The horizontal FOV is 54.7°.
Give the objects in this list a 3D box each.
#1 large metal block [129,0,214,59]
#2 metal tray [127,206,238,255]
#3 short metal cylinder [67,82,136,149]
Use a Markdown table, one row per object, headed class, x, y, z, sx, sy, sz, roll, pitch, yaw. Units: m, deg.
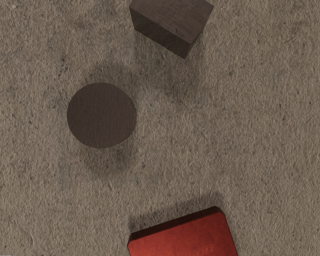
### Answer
| class | x | y | z | sx | sy | sz | roll | pitch | yaw |
| --- | --- | --- | --- | --- | --- | --- | --- | --- | --- |
| large metal block | 0.013 | -0.135 | 0.383 | 0.080 | 0.080 | 0.050 | 31 | 90 | -1 |
| metal tray | 0.033 | 0.167 | 0.408 | 0.131 | 0.030 | 0.090 | -18 | 90 | -1 |
| short metal cylinder | -0.072 | -0.015 | 0.397 | 0.081 | 0.050 | 0.079 | 0 | 90 | -1 |
